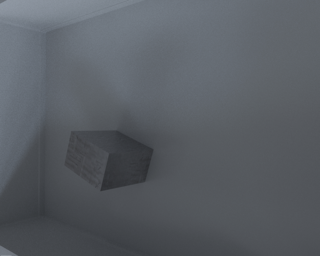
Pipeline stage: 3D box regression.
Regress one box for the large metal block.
[{"bbox_3d":[-0.070,0.040,0.426,0.080,0.081,0.050,24,105,37],"label":"large metal block"}]
